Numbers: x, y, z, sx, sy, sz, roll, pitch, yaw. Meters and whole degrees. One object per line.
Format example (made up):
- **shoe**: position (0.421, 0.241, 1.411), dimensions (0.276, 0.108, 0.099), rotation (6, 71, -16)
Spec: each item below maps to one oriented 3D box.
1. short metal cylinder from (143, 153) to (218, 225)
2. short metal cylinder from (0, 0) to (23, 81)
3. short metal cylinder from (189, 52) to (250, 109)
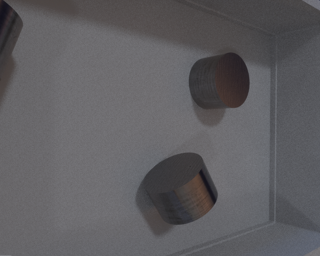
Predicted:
- **short metal cylinder**: position (0.026, 0.075, 0.393), dimensions (0.080, 0.080, 0.050), rotation (-40, 115, -33)
- **short metal cylinder**: position (-0.156, -0.076, 0.239), dimensions (0.080, 0.080, 0.050), rotation (25, 75, -37)
- **short metal cylinder**: position (0.090, -0.069, 0.465), dimensions (0.081, 0.050, 0.080), rotation (0, 90, -40)
